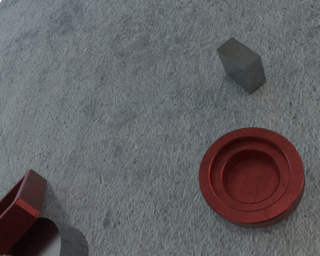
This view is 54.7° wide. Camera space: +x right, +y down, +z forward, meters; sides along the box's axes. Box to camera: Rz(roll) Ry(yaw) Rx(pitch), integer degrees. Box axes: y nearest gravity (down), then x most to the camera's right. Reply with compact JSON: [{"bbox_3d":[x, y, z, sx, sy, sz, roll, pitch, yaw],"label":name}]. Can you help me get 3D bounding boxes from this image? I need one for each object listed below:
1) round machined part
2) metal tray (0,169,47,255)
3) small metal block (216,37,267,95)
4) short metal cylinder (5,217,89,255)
[{"bbox_3d":[0.092,0.052,0.312,0.098,0.042,0.098,-13,56,20],"label":"round machined part"},{"bbox_3d":[-0.187,0.109,0.386,0.090,0.030,0.130,-48,18,-6],"label":"metal tray"},{"bbox_3d":[0.101,-0.076,0.381,0.025,0.050,0.050,-39,51,2],"label":"small metal block"},{"bbox_3d":[-0.132,0.151,0.363,0.080,0.050,0.080,-13,56,21],"label":"short metal cylinder"}]
